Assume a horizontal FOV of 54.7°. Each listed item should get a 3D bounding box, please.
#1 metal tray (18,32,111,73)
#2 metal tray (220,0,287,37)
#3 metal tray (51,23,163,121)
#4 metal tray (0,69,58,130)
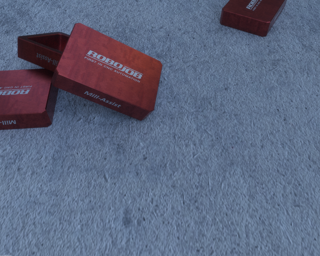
[{"bbox_3d":[-0.133,-0.109,0.467,0.130,0.030,0.090,23,29,18],"label":"metal tray"},{"bbox_3d":[0.183,-0.232,0.596,0.090,0.030,0.130,24,54,19],"label":"metal tray"},{"bbox_3d":[-0.066,-0.074,0.415,0.131,0.030,0.090,22,57,-20],"label":"metal tray"},{"bbox_3d":[-0.216,-0.041,0.432,0.131,0.030,0.090,-4,50,-3],"label":"metal tray"}]
